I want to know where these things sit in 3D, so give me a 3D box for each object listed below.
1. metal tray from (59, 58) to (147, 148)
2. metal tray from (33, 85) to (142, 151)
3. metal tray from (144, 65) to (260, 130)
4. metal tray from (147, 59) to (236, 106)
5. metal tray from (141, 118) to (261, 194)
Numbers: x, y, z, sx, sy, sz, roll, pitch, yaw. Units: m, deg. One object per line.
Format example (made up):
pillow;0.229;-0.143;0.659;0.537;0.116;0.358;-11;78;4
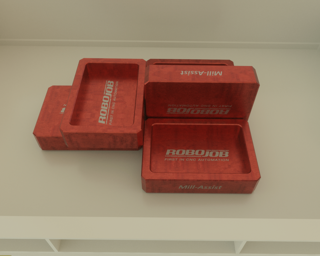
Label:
metal tray;-0.064;-0.036;0.389;0.091;0.030;0.130;1;50;0
metal tray;-0.088;-0.015;0.409;0.131;0.030;0.090;0;50;0
metal tray;0.048;-0.034;0.389;0.131;0.089;0.030;1;50;0
metal tray;0.045;-0.061;0.452;0.131;0.030;0.090;1;50;0
metal tray;0.045;0.032;0.374;0.131;0.030;0.090;1;50;0
